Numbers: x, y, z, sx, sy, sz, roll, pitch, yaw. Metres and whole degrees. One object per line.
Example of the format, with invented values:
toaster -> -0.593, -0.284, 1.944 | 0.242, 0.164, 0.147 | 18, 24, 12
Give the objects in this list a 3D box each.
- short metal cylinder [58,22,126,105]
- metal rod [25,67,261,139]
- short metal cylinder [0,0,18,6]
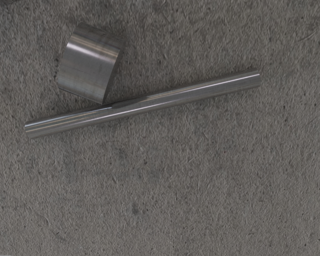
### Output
short metal cylinder -> -0.076, -0.073, 0.353 | 0.050, 0.080, 0.079 | 20, 109, -7
metal rod -> -0.025, -0.030, 0.398 | 0.301, 0.025, 0.025 | -13, 110, 4
short metal cylinder -> -0.190, -0.173, 0.331 | 0.081, 0.050, 0.079 | 0, 110, 0
